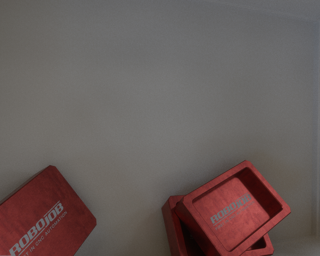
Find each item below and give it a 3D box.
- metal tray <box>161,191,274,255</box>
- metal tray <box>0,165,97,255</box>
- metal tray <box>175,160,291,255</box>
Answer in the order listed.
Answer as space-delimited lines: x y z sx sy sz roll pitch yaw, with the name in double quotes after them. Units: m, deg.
0.075 0.134 0.411 0.131 0.030 0.090 1 53 -20 "metal tray"
-0.130 0.108 0.314 0.090 0.030 0.131 56 28 -10 "metal tray"
0.096 0.106 0.401 0.131 0.030 0.090 -22 63 -33 "metal tray"
